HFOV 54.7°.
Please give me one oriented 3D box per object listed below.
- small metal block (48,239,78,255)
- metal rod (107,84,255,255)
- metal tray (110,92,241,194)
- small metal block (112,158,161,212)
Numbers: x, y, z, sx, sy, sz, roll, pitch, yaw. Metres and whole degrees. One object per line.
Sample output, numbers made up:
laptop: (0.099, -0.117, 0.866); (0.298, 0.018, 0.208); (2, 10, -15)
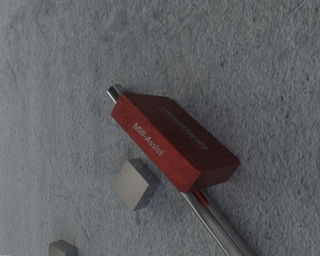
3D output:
small metal block: (-0.171, 0.231, 0.542); (0.050, 0.025, 0.050); (6, 94, 39)
metal rod: (0.016, 0.049, 0.389); (0.300, 0.025, 0.025); (52, 120, 27)
metal tray: (0.017, 0.011, 0.347); (0.130, 0.091, 0.030); (45, 117, 30)
small metal block: (-0.033, 0.078, 0.430); (0.050, 0.025, 0.050); (44, 116, 31)
